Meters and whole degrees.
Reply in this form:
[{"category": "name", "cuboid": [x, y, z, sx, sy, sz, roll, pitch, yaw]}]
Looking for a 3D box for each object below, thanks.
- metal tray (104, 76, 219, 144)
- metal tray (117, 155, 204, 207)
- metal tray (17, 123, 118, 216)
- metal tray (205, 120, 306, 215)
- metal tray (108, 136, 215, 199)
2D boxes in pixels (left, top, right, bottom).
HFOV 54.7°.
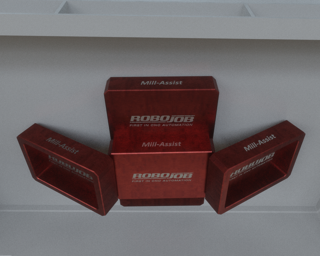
[{"category": "metal tray", "cuboid": [0.002, -0.018, 0.387, 0.131, 0.030, 0.089, -1, 130, 0]}, {"category": "metal tray", "cuboid": [0.003, 0.080, 0.470, 0.131, 0.030, 0.089, -1, 130, 0]}, {"category": "metal tray", "cuboid": [-0.120, 0.055, 0.409, 0.130, 0.030, 0.089, 21, 135, 21]}, {"category": "metal tray", "cuboid": [0.123, 0.051, 0.407, 0.131, 0.030, 0.089, -21, 134, -21]}, {"category": "metal tray", "cuboid": [0.003, 0.054, 0.410, 0.131, 0.030, 0.089, -1, 130, 0]}]
